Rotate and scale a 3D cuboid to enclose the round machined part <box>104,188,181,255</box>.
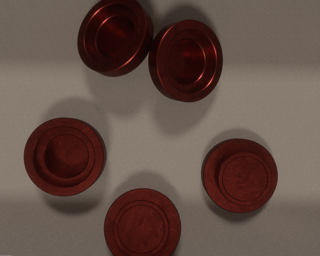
[{"bbox_3d":[-0.022,0.126,0.393,0.099,0.042,0.098,0,77,1],"label":"round machined part"}]

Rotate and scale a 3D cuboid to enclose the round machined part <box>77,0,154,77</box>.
[{"bbox_3d":[-0.051,-0.111,0.390,0.098,0.042,0.097,-4,80,24],"label":"round machined part"}]

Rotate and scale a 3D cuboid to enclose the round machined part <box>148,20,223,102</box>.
[{"bbox_3d":[0.028,-0.083,0.389,0.099,0.042,0.097,-7,103,-30],"label":"round machined part"}]

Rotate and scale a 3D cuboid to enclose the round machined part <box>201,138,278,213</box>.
[{"bbox_3d":[0.106,0.063,0.404,0.099,0.042,0.097,0,90,-1],"label":"round machined part"}]

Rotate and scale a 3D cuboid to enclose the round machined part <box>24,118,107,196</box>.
[{"bbox_3d":[-0.118,0.036,0.401,0.099,0.042,0.097,0,90,-1],"label":"round machined part"}]
